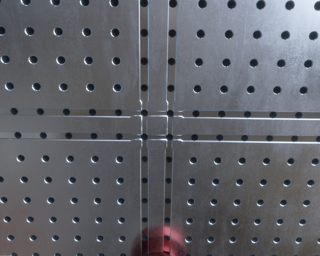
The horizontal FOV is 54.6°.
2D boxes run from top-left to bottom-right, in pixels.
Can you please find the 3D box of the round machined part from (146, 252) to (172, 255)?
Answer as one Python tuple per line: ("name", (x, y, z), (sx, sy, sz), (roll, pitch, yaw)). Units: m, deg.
("round machined part", (-0.001, 0.239, 0.492), (0.099, 0.042, 0.097), (0, 110, 0))
